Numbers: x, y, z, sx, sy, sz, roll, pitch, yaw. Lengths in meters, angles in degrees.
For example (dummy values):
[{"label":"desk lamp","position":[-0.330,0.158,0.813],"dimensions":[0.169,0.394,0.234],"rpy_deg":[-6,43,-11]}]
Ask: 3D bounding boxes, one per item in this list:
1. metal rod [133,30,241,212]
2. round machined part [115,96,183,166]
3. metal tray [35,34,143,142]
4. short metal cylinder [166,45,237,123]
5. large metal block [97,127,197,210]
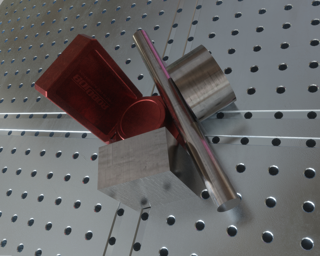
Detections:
[{"label":"metal rod","position":[0.018,-0.033,0.391],"dimensions":[0.025,0.025,0.300],"rpy_deg":[-31,52,8]},{"label":"round machined part","position":[-0.017,-0.002,0.406],"dimensions":[0.098,0.042,0.098],"rpy_deg":[-13,56,20]},{"label":"metal tray","position":[-0.087,-0.048,0.415],"dimensions":[0.030,0.130,0.090],"rpy_deg":[31,79,37]},{"label":"short metal cylinder","position":[0.049,-0.053,0.377],"dimensions":[0.050,0.080,0.080],"rpy_deg":[-32,52,7]},{"label":"large metal block","position":[-0.013,0.049,0.348],"dimensions":[0.080,0.080,0.050],"rpy_deg":[-18,55,18]}]
